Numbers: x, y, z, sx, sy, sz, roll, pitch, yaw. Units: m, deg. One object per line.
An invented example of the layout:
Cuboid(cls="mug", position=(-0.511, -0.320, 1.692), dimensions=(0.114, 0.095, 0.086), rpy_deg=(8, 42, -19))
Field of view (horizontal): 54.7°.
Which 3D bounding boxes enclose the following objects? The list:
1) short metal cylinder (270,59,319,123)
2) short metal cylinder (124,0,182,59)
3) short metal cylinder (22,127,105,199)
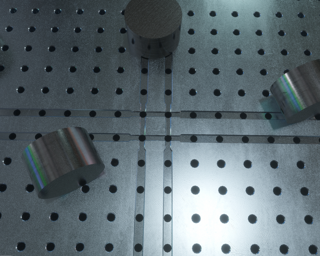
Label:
Cuboid(cls="short metal cylinder", position=(0.193, -0.046, 0.402), dimensions=(0.081, 0.080, 0.050), rpy_deg=(-17, 71, -7))
Cuboid(cls="short metal cylinder", position=(-0.009, -0.149, 0.453), dimensions=(0.081, 0.050, 0.080), rpy_deg=(0, 70, 0))
Cuboid(cls="short metal cylinder", position=(-0.113, 0.042, 0.366), dimensions=(0.080, 0.080, 0.050), rpy_deg=(-28, 73, -10))
